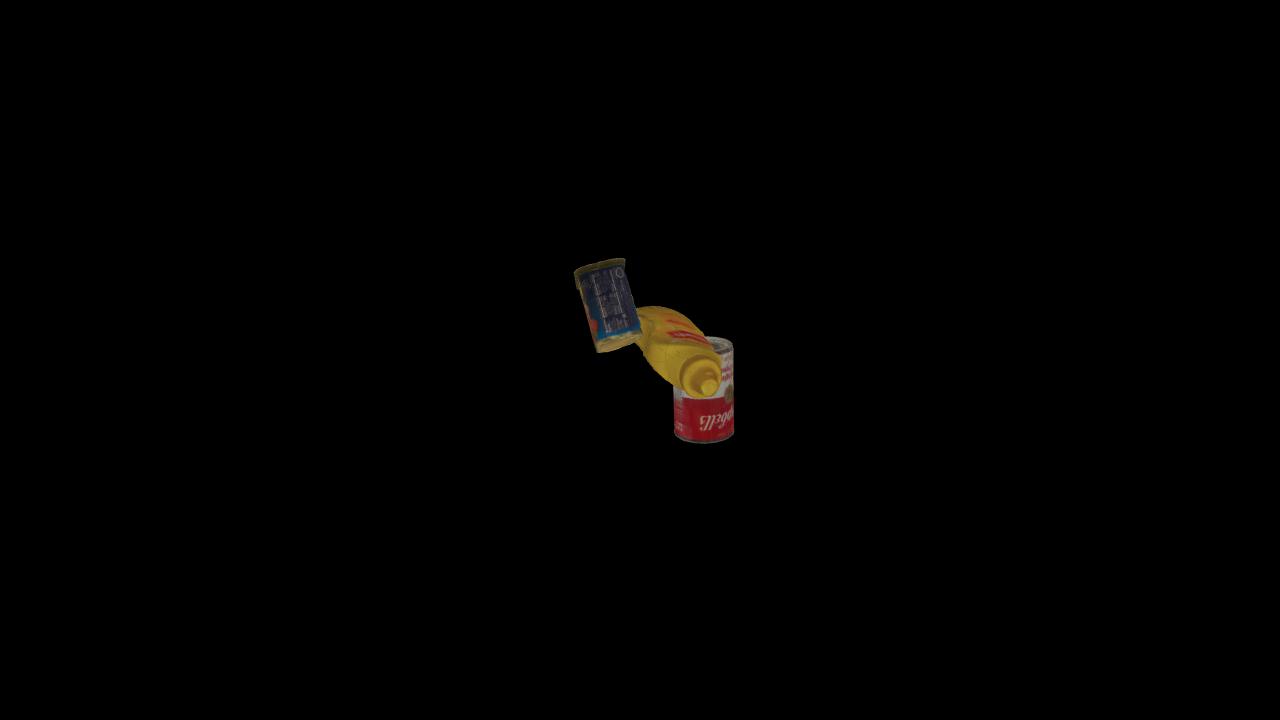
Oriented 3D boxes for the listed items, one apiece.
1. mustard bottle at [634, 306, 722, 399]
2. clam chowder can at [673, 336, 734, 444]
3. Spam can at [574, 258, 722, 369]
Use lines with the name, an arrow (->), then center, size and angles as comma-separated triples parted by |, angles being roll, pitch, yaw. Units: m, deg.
mustard bottle -> 0.046, -0.006, 0.667 | 0.092, 0.054, 0.184 | 20, 16, -21
clam chowder can -> 0.069, 0.031, 0.671 | 0.068, 0.102, 0.068 | -3, 16, 1
Spam can -> -0.034, -0.058, 0.687 | 0.058, 0.085, 0.101 | -16, -4, -4
